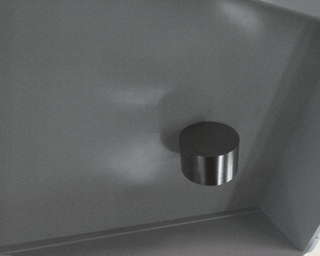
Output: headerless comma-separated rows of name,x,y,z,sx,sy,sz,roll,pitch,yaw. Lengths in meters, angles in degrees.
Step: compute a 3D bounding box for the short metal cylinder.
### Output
short metal cylinder,0.068,0.034,0.430,0.081,0.080,0.050,-19,126,-18
